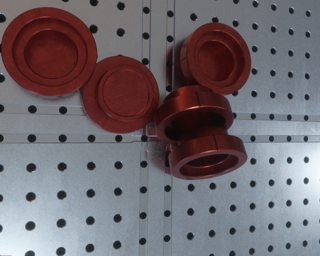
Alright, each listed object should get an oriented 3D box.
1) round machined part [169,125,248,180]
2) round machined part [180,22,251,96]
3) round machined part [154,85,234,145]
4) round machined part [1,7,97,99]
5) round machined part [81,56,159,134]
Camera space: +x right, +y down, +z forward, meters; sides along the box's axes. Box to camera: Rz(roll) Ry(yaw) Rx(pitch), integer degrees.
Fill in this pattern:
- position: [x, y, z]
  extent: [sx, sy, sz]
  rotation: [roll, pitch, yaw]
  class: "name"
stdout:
- position: [0.059, 0.030, 0.403]
  extent: [0.099, 0.098, 0.042]
  rotation: [2, 60, -20]
  class: "round machined part"
- position: [0.072, -0.090, 0.427]
  extent: [0.099, 0.042, 0.098]
  rotation: [2, 85, -21]
  class: "round machined part"
- position: [0.041, -0.019, 0.396]
  extent: [0.099, 0.097, 0.042]
  rotation: [2, 60, -20]
  class: "round machined part"
- position: [-0.123, -0.082, 0.355]
  extent: [0.099, 0.042, 0.098]
  rotation: [1, 87, -15]
  class: "round machined part"
- position: [-0.047, -0.042, 0.386]
  extent: [0.099, 0.042, 0.097]
  rotation: [0, 90, -20]
  class: "round machined part"
